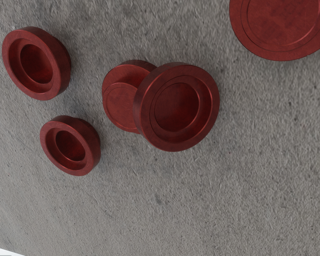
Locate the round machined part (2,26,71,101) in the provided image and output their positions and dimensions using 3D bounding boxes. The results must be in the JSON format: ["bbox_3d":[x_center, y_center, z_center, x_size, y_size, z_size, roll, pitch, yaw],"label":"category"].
[{"bbox_3d":[-0.163,-0.090,0.426,0.098,0.042,0.097,13,124,21],"label":"round machined part"}]

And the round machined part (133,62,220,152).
[{"bbox_3d":[0.015,-0.026,0.349,0.042,0.099,0.097,37,144,57],"label":"round machined part"}]

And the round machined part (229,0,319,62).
[{"bbox_3d":[0.110,-0.106,0.273,0.098,0.042,0.097,13,124,21],"label":"round machined part"}]

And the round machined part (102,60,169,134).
[{"bbox_3d":[-0.033,-0.033,0.393,0.098,0.042,0.097,13,124,21],"label":"round machined part"}]

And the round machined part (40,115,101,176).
[{"bbox_3d":[-0.133,0.023,0.480,0.098,0.042,0.097,13,124,21],"label":"round machined part"}]
